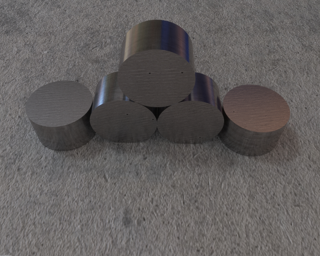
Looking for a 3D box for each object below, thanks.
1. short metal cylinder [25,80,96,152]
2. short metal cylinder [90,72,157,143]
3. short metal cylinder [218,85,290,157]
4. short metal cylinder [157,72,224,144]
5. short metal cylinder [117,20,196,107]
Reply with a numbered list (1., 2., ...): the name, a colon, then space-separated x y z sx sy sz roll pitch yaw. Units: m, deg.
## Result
1. short metal cylinder: -0.124 -0.016 0.401 0.081 0.050 0.080 0 50 0
2. short metal cylinder: -0.044 -0.024 0.389 0.080 0.080 0.050 0 50 0
3. short metal cylinder: 0.117 -0.010 0.397 0.081 0.050 0.080 0 50 0
4. short metal cylinder: 0.037 -0.023 0.389 0.080 0.080 0.050 0 49 0
5. short metal cylinder: -0.003 -0.068 0.336 0.080 0.080 0.050 1 51 0
